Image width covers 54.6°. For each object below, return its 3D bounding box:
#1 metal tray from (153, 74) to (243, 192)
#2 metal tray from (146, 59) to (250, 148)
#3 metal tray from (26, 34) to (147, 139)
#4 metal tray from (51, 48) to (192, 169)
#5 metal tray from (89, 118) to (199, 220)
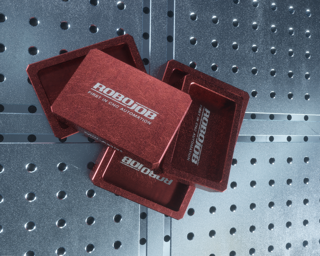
[{"bbox_3d":[0.051,0.008,0.395,0.090,0.030,0.130,21,71,-19],"label":"metal tray"},{"bbox_3d":[0.052,-0.027,0.428,0.131,0.030,0.090,20,83,-18],"label":"metal tray"},{"bbox_3d":[-0.081,-0.052,0.380,0.131,0.030,0.090,-24,98,-18],"label":"metal tray"},{"bbox_3d":[-0.041,-0.023,0.351,0.130,0.030,0.090,27,72,4],"label":"metal tray"},{"bbox_3d":[-0.013,0.054,0.405,0.131,0.030,0.090,28,81,-18],"label":"metal tray"}]
